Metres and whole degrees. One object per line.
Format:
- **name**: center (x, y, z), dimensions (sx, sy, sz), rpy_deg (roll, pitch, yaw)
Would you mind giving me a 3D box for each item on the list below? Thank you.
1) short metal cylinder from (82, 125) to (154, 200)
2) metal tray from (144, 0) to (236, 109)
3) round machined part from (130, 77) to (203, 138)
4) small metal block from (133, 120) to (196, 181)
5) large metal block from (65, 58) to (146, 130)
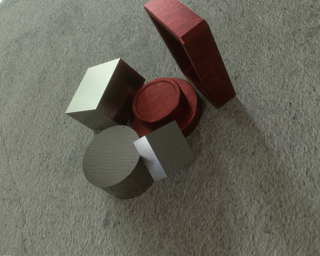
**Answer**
- **short metal cylinder**: center (-0.048, 0.043, 0.387), dimensions (0.080, 0.050, 0.080), rpy_deg (-13, 56, 20)
- **metal tray**: center (0.039, -0.089, 0.370), dimensions (0.030, 0.130, 0.090), rpy_deg (-38, 51, 3)
- **round machined part**: center (0.003, -0.028, 0.410), dimensions (0.098, 0.042, 0.098), rpy_deg (-13, 56, 20)
- **small metal block**: center (0.006, 0.025, 0.356), dimensions (0.025, 0.050, 0.050), rpy_deg (-29, 89, 49)
- **large metal block**: center (-0.077, -0.045, 0.440), dimensions (0.080, 0.050, 0.080), rpy_deg (-3, 59, 46)
